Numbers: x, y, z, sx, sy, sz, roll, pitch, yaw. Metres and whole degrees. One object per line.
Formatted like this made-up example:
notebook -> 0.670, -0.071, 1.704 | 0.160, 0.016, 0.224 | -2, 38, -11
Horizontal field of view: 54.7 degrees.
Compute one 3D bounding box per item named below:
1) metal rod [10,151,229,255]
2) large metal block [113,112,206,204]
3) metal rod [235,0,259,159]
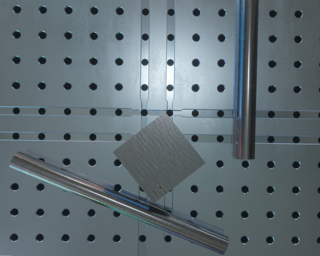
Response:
metal rod -> -0.053, 0.100, 0.412 | 0.301, 0.025, 0.025 | 22, 90, 0
large metal block -> -0.001, 0.036, 0.401 | 0.080, 0.050, 0.080 | -38, 90, 0
metal rod -> 0.117, -0.108, 0.414 | 0.025, 0.025, 0.298 | 1, 90, 0
